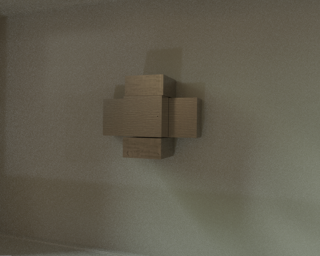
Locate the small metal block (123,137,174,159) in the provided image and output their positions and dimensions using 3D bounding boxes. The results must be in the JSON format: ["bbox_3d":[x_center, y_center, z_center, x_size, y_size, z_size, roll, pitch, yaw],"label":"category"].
[{"bbox_3d":[-0.014,0.024,0.399,0.050,0.050,0.025,1,91,20],"label":"small metal block"}]

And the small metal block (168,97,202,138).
[{"bbox_3d":[0.026,-0.013,0.400,0.050,0.025,0.050,1,90,19],"label":"small metal block"}]

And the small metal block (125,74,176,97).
[{"bbox_3d":[-0.011,-0.052,0.399,0.050,0.050,0.025,1,91,20],"label":"small metal block"}]

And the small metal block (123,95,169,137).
[{"bbox_3d":[-0.017,-0.014,0.387,0.050,0.025,0.050,1,90,19],"label":"small metal block"}]

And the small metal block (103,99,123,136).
[{"bbox_3d":[-0.050,-0.014,0.426,0.050,0.025,0.050,1,90,20],"label":"small metal block"}]
